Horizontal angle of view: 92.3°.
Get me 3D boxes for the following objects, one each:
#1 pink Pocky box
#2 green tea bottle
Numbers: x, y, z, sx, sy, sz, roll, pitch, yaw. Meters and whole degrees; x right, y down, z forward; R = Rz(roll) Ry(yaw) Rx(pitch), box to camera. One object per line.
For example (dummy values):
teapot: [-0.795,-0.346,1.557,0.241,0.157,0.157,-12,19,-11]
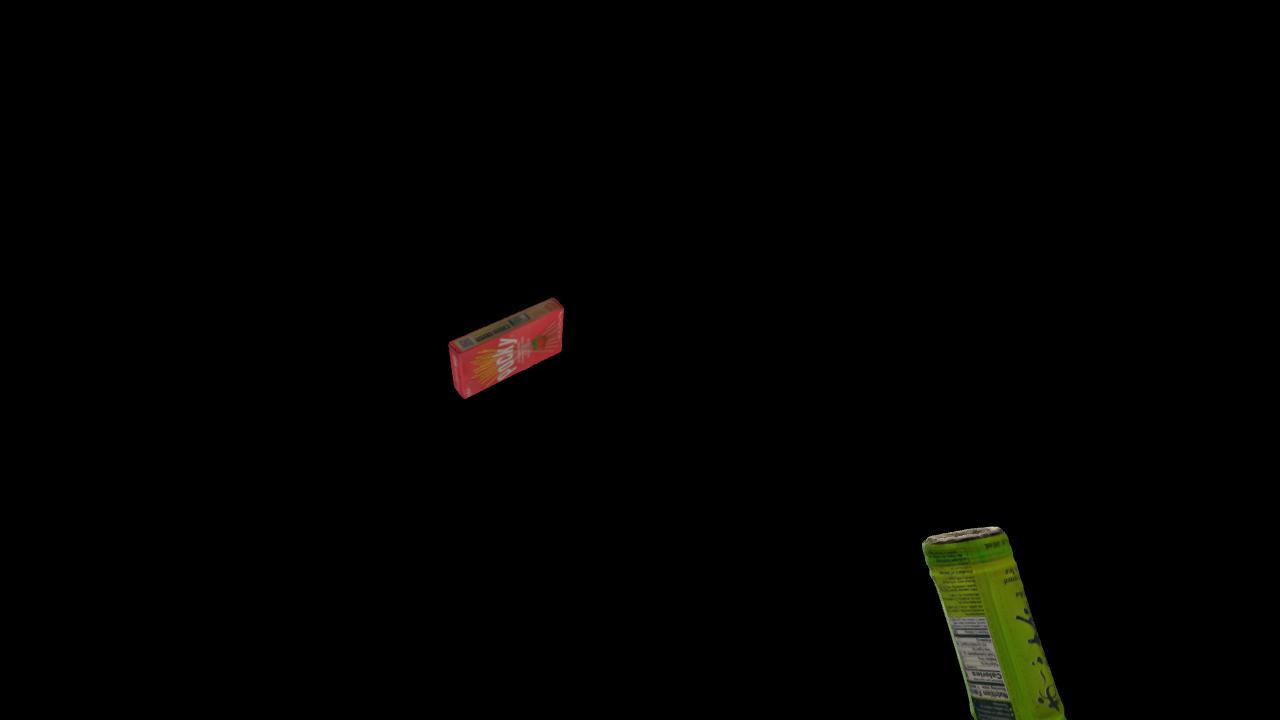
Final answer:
pink Pocky box: [-0.168,-0.016,0.790,0.155,0.084,0.029,-28,57,-32]
green tea bottle: [0.297,0.250,0.508,0.073,0.212,0.073,-9,-14,-2]
